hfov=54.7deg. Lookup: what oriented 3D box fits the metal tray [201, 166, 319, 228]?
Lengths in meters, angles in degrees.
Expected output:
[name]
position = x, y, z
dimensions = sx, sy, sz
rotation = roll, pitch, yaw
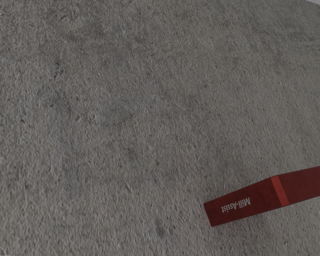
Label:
[metal tray]
position = 0.122, 0.084, 0.368
dimensions = 0.091, 0.129, 0.030
rotation = -4, 67, -32
